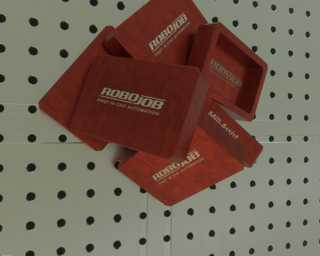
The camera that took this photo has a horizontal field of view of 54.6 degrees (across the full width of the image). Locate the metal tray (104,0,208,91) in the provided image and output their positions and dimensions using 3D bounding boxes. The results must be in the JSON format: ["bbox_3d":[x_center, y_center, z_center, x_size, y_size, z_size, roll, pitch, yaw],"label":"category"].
[{"bbox_3d":[0.005,-0.114,0.391,0.090,0.030,0.130,49,61,-17],"label":"metal tray"}]

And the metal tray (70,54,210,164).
[{"bbox_3d":[-0.024,-0.024,0.323,0.030,0.130,0.090,30,76,-61],"label":"metal tray"}]

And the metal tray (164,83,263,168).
[{"bbox_3d":[0.057,-0.003,0.398,0.130,0.090,0.030,40,77,-16],"label":"metal tray"}]

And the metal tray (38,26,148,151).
[{"bbox_3d":[-0.072,-0.048,0.383,0.090,0.030,0.130,41,77,-17],"label":"metal tray"}]

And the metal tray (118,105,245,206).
[{"bbox_3d":[0.023,0.038,0.370,0.090,0.129,0.030,40,39,-16],"label":"metal tray"}]

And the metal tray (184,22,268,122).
[{"bbox_3d":[0.091,-0.070,0.417,0.131,0.030,0.090,22,82,-41],"label":"metal tray"}]
